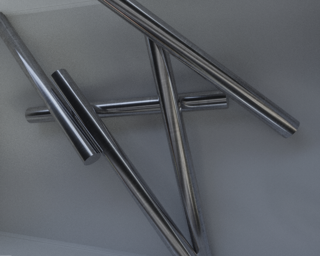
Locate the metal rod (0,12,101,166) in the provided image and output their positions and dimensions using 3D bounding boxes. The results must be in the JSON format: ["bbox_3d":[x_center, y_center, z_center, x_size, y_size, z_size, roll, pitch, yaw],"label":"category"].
[{"bbox_3d":[-0.175,-0.069,0.452,0.025,0.025,0.300,-44,69,14],"label":"metal rod"}]

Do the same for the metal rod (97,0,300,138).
[{"bbox_3d":[0.030,-0.086,0.350,0.301,0.025,0.025,36,102,-3],"label":"metal rod"}]

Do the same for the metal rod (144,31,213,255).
[{"bbox_3d":[0.024,0.026,0.382,0.025,0.025,0.298,-11,94,19],"label":"metal rod"}]

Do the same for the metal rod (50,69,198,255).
[{"bbox_3d":[-0.053,0.043,0.402,0.025,0.025,0.299,-40,78,15],"label":"metal rod"}]

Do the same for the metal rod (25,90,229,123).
[{"bbox_3d":[-0.059,-0.028,0.431,0.301,0.025,0.025,-3,89,19],"label":"metal rod"}]
